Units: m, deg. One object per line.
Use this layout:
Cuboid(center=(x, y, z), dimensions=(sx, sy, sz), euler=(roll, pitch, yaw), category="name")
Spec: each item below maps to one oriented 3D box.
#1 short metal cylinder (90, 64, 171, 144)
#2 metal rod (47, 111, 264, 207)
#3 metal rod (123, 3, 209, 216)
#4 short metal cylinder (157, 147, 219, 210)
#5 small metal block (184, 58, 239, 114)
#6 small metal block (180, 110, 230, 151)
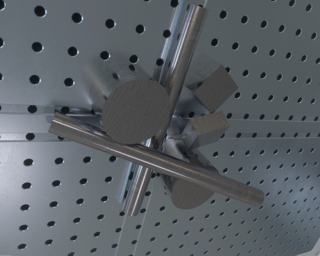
Cuboid(center=(-0.035, -0.028, 0.358), dimensions=(0.081, 0.050, 0.079), euler=(-14, 124, -21), category="short metal cylinder")
Cuboid(center=(0.011, 0.047, 0.395), dimensions=(0.302, 0.025, 0.025), euler=(23, 107, -20), category="metal rod")
Cuboid(center=(0.000, -0.007, 0.406), dimensions=(0.025, 0.025, 0.298), euler=(4, 116, -31), category="metal rod")
Cuboid(center=(0.042, 0.074, 0.464), dimensions=(0.081, 0.050, 0.079), euler=(-14, 124, -21), category="short metal cylinder")
Cuboid(center=(0.069, -0.056, 0.415), dimensions=(0.050, 0.025, 0.050), euler=(-46, 129, 3), category="small metal block")
Cuboid(center=(0.062, 0.004, 0.433), dimensions=(0.050, 0.025, 0.050), euler=(-16, 157, -20), category="small metal block")
